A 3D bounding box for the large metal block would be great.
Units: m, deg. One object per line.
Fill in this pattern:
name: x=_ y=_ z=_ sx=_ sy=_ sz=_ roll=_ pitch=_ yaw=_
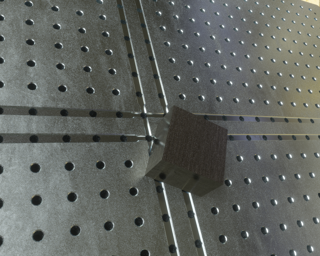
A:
large metal block: x=0.035 y=0.030 z=0.392 sx=0.080 sy=0.050 sz=0.080 roll=24 pitch=53 yaw=-14
